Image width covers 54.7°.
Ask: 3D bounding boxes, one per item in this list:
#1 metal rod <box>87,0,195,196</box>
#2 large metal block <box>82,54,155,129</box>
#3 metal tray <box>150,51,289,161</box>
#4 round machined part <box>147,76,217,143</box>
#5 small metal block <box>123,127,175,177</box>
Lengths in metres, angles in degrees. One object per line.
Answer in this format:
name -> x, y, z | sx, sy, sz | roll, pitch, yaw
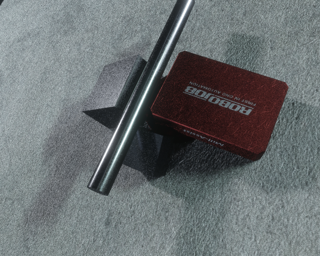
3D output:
metal rod -> -0.015, -0.059, 0.395 | 0.025, 0.025, 0.300 | 8, 63, 31
large metal block -> -0.052, -0.047, 0.432 | 0.080, 0.050, 0.080 | -3, 58, 47
metal tray -> 0.067, -0.028, 0.356 | 0.130, 0.030, 0.090 | 21, 73, 14
round machined part -> 0.024, -0.033, 0.402 | 0.098, 0.042, 0.098 | -13, 56, 21
small metal block -> -0.014, 0.028, 0.383 | 0.050, 0.025, 0.050 | 17, 96, 35
